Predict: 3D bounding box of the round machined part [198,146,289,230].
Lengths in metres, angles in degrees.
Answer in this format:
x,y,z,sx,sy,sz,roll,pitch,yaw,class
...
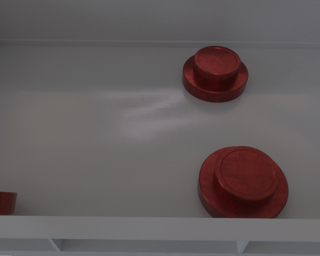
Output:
x,y,z,sx,sy,sz,roll,pitch,yaw,class
0.093,0.059,0.345,0.099,0.042,0.098,0,50,0,round machined part

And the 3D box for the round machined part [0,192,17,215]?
x,y,z,sx,sy,sz,roll,pitch,yaw,class
-0.194,0.080,0.296,0.099,0.098,0.042,3,77,2,round machined part

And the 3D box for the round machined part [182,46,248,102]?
x,y,z,sx,sy,sz,roll,pitch,yaw,class
0.084,-0.087,0.468,0.099,0.042,0.098,0,50,0,round machined part
